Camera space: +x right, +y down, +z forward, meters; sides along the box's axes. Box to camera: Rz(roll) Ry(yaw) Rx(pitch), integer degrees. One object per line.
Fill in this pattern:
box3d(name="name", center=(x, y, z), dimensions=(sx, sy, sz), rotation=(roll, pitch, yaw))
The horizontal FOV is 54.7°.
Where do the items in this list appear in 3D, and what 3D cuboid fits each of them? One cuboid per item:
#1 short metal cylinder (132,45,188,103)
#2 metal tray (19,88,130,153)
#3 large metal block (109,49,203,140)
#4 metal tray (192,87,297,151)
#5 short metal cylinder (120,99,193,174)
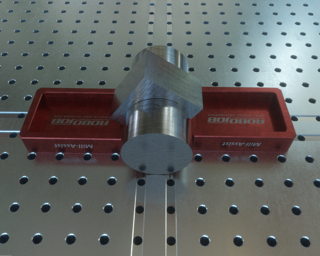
box3d(name="short metal cylinder", center=(0.000, -0.065, 0.426), dimensions=(0.080, 0.080, 0.050), rotation=(1, 50, 1))
box3d(name="metal tray", center=(-0.106, -0.012, 0.413), dimensions=(0.131, 0.030, 0.090), rotation=(1, 50, 0))
box3d(name="large metal block", center=(-0.005, -0.036, 0.383), dimensions=(0.080, 0.080, 0.050), rotation=(25, 45, -24))
box3d(name="metal tray", center=(0.103, -0.014, 0.416), dimensions=(0.131, 0.030, 0.090), rotation=(1, 50, 0))
box3d(name="short metal cylinder", center=(-0.003, 0.012, 0.361), dimensions=(0.080, 0.080, 0.050), rotation=(1, 50, 1))
